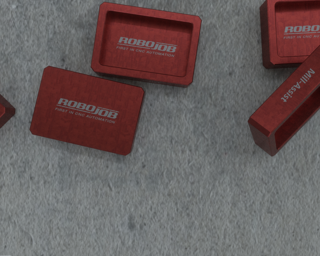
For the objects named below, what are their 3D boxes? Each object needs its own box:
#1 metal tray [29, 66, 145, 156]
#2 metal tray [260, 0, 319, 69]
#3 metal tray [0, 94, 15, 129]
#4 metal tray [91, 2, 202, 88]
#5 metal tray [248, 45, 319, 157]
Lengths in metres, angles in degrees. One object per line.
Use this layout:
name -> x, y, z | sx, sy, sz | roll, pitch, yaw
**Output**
metal tray -> -0.092, -0.022, 0.406 | 0.131, 0.030, 0.089 | 13, 90, -1
metal tray -> 0.204, -0.129, 0.410 | 0.131, 0.030, 0.089 | -3, 90, -1
metal tray -> -0.270, -0.008, 0.404 | 0.090, 0.030, 0.130 | 45, 90, -1
metal tray -> -0.017, -0.107, 0.407 | 0.131, 0.030, 0.089 | 8, 90, -1
metal tray -> 0.168, -0.031, 0.378 | 0.130, 0.090, 0.030 | -46, 60, 0
